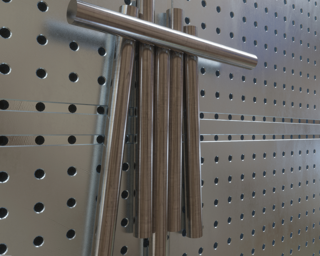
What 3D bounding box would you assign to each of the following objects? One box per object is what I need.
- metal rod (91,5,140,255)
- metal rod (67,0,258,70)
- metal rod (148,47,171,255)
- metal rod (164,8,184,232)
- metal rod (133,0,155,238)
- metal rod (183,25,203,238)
[{"bbox_3d":[-0.052,0.005,0.363,0.025,0.025,0.299,10,84,-40],"label":"metal rod"},{"bbox_3d":[0.030,-0.110,0.400,0.302,0.025,0.025,2,89,-40],"label":"metal rod"},{"bbox_3d":[-0.001,0.042,0.407,0.025,0.025,0.298,1,90,-40],"label":"metal rod"},{"bbox_3d":[0.019,-0.011,0.425,0.025,0.025,0.298,1,89,-40],"label":"metal rod"},{"bbox_3d":[-0.020,-0.014,0.391,0.025,0.025,0.298,1,90,-40],"label":"metal rod"},{"bbox_3d":[0.045,0.007,0.446,0.025,0.025,0.298,-3,92,-40],"label":"metal rod"}]
